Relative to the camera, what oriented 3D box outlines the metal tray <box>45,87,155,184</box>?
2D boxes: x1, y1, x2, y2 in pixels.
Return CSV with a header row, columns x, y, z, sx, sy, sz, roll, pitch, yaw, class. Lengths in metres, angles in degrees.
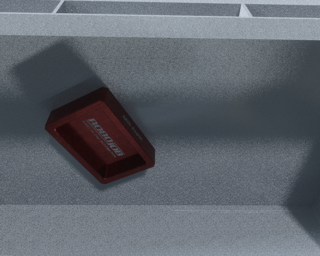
x,y,z,sx,sy,sz,roll,pitch,yaw,class
-0.075,0.016,0.418,0.090,0.030,0.130,-22,127,17,metal tray
